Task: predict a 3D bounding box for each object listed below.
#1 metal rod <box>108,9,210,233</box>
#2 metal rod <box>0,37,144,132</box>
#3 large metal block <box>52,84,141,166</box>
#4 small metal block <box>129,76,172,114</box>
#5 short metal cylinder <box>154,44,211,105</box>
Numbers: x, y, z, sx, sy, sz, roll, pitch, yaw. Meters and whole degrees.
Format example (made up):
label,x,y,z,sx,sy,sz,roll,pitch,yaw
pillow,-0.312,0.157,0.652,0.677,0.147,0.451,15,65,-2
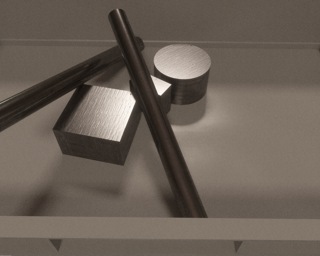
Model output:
label,x,y,z,sx,sy,sz,roll,pitch,yaw
metal rod,-0.010,-0.026,0.375,0.025,0.025,0.299,-16,68,-13
metal rod,-0.098,-0.074,0.406,0.025,0.025,0.301,20,34,15
large metal block,-0.075,-0.006,0.393,0.080,0.050,0.080,10,51,8
small metal block,-0.013,-0.044,0.426,0.050,0.050,0.025,27,55,21
short metal cylinder,0.032,-0.080,0.456,0.081,0.050,0.080,0,50,0
